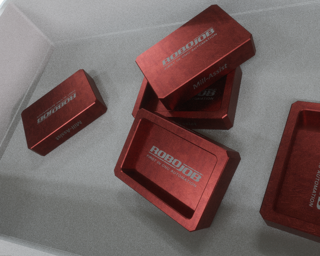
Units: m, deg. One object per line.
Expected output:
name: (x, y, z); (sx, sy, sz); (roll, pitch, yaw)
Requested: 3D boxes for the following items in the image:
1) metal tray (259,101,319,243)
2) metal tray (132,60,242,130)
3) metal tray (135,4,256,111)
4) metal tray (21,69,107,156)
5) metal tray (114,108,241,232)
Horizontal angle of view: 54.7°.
metal tray: (0.159, 0.041, 0.294); (0.090, 0.030, 0.130); (12, 67, 32)
metal tray: (0.035, -0.045, 0.410); (0.130, 0.030, 0.090); (2, 62, 28)
metal tray: (0.042, -0.092, 0.397); (0.130, 0.030, 0.090); (-34, 51, 5)
metal tray: (-0.157, -0.026, 0.499); (0.130, 0.030, 0.090); (-35, 52, 4)
metal tray: (0.013, 0.042, 0.348); (0.130, 0.030, 0.089); (28, 99, 37)
